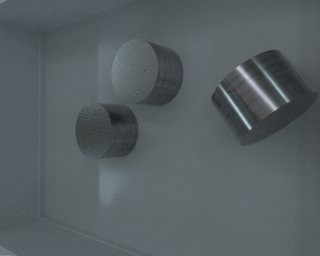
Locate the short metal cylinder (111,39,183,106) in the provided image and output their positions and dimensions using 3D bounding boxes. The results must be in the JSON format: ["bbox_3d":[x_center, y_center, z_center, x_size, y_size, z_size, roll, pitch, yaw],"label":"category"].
[{"bbox_3d":[-0.017,-0.070,0.403,0.080,0.050,0.079,0,90,39],"label":"short metal cylinder"}]

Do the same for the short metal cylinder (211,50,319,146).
[{"bbox_3d":[0.096,-0.026,0.291,0.080,0.081,0.050,-44,64,31],"label":"short metal cylinder"}]

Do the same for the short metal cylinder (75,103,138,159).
[{"bbox_3d":[-0.078,0.004,0.453,0.080,0.050,0.079,0,90,39],"label":"short metal cylinder"}]
